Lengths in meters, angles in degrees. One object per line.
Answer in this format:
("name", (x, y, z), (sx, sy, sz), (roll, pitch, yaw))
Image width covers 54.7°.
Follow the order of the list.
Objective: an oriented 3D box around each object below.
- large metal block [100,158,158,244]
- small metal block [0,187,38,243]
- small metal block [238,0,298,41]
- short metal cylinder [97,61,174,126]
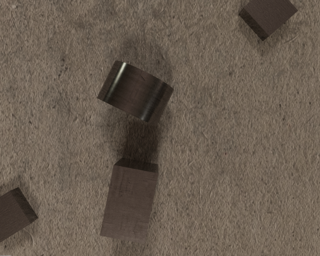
("large metal block", (-0.034, 0.084, 0.382), (0.050, 0.080, 0.080), (11, 90, 0))
("small metal block", (-0.200, 0.114, 0.407), (0.050, 0.025, 0.050), (-32, 90, -1))
("small metal block", (0.143, -0.154, 0.412), (0.050, 0.025, 0.050), (-42, 91, 0))
("short metal cylinder", (-0.030, -0.042, 0.382), (0.080, 0.080, 0.050), (26, 90, -1))
